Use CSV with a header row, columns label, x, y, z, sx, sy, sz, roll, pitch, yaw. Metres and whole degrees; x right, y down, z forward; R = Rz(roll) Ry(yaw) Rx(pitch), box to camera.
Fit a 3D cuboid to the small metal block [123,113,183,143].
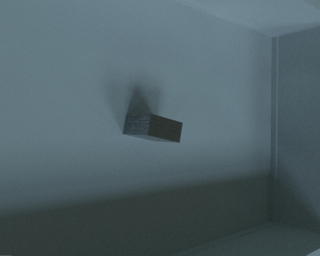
label,x,y,z,sx,sy,sz,roll,pitch,yaw
small metal block,-0.009,0.001,0.382,0.050,0.050,0.025,15,81,-39
